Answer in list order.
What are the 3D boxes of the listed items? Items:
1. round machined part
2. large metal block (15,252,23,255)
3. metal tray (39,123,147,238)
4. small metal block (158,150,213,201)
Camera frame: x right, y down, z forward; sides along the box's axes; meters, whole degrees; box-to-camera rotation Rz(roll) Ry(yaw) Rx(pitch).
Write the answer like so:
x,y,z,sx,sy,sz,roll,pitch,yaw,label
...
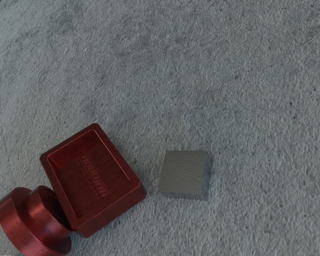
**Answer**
x,y,z,sx,sy,sz,roll,pitch,yaw,label
-0.135,0.106,0.361,0.042,0.098,0.098,-40,51,-5,round machined part
-0.163,0.199,0.349,0.080,0.050,0.080,-33,52,6,large metal block
-0.088,0.060,0.394,0.090,0.030,0.130,-33,50,-13,metal tray
0.030,0.054,0.355,0.050,0.025,0.050,-2,61,27,small metal block
